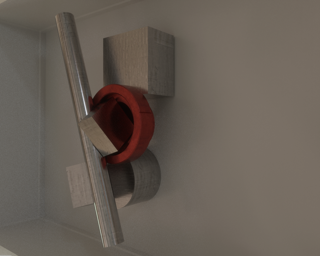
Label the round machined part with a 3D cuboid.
[{"bbox_3d":[-0.045,-0.005,0.391,0.098,0.042,0.097,0,90,39],"label":"round machined part"}]

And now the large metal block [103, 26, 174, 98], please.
[{"bbox_3d":[-0.029,-0.080,0.409,0.080,0.050,0.079,0,90,39],"label":"large metal block"}]

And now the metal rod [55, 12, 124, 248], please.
[{"bbox_3d":[-0.091,-0.008,0.387,0.025,0.025,0.299,-24,75,37],"label":"metal rod"}]

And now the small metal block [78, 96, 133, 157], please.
[{"bbox_3d":[-0.063,-0.002,0.375,0.025,0.050,0.050,-22,111,34],"label":"small metal block"}]

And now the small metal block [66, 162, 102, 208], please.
[{"bbox_3d":[-0.093,0.073,0.395,0.025,0.050,0.050,-15,78,5],"label":"small metal block"}]

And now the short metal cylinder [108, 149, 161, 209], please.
[{"bbox_3d":[-0.046,0.066,0.425,0.080,0.050,0.079,0,90,39],"label":"short metal cylinder"}]
